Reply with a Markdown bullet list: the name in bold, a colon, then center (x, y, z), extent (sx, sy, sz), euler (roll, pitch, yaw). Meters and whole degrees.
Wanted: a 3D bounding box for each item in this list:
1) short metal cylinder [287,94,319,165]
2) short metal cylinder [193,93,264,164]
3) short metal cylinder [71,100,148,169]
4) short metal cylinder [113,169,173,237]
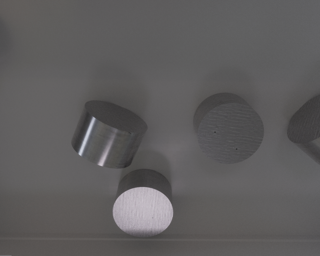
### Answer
- **short metal cylinder**: center (0.208, 0.001, 0.384), extent (0.050, 0.080, 0.080), euler (38, 106, -13)
- **short metal cylinder**: center (0.086, -0.001, 0.398), extent (0.081, 0.050, 0.079), euler (0, 110, 0)
- **short metal cylinder**: center (-0.062, 0.006, 0.384), extent (0.080, 0.080, 0.050), euler (22, 109, -8)
- **short metal cylinder**: center (-0.023, 0.105, 0.436), extent (0.081, 0.050, 0.079), euler (0, 110, 0)
